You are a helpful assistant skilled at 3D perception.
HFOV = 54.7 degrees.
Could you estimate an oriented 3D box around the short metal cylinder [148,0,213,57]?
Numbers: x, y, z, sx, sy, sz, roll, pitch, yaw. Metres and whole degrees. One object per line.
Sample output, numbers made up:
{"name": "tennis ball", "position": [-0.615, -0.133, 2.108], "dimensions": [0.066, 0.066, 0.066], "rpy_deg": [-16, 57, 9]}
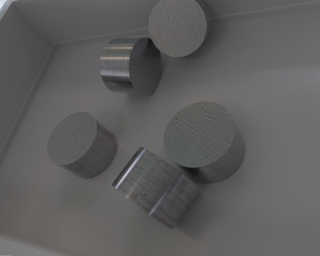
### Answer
{"name": "short metal cylinder", "position": [0.030, -0.144, 0.434], "dimensions": [0.080, 0.080, 0.050], "rpy_deg": [-10, 18, 23]}

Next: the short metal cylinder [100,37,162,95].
{"name": "short metal cylinder", "position": [-0.040, -0.088, 0.446], "dimensions": [0.050, 0.080, 0.080], "rpy_deg": [8, 66, 32]}

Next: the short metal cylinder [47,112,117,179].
{"name": "short metal cylinder", "position": [-0.107, 0.024, 0.431], "dimensions": [0.080, 0.050, 0.080], "rpy_deg": [-13, 56, 21]}

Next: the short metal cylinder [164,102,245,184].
{"name": "short metal cylinder", "position": [0.051, 0.017, 0.352], "dimensions": [0.080, 0.050, 0.080], "rpy_deg": [-13, 56, 21]}

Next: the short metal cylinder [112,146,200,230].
{"name": "short metal cylinder", "position": [-0.004, 0.064, 0.334], "dimensions": [0.080, 0.080, 0.050], "rpy_deg": [29, 78, 37]}
